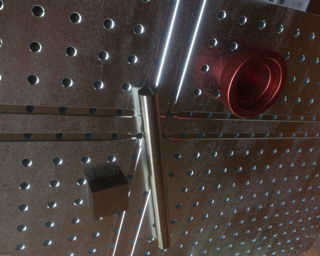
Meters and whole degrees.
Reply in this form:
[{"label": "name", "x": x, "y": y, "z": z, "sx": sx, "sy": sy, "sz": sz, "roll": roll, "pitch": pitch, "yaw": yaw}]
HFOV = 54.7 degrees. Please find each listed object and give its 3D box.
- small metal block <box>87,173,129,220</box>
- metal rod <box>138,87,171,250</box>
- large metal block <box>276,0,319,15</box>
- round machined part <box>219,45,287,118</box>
[{"label": "small metal block", "x": -0.072, "y": 0.095, "z": 0.432, "sx": 0.050, "sy": 0.025, "sz": 0.050, "roll": -11, "pitch": 123, "yaw": -23}, {"label": "metal rod", "x": -0.003, "y": 0.079, "z": 0.459, "sx": 0.025, "sy": 0.025, "sz": 0.298, "roll": -18, "pitch": 126, "yaw": -18}, {"label": "large metal block", "x": 0.209, "y": -0.188, "z": 0.396, "sx": 0.081, "sy": 0.050, "sz": 0.079, "roll": -1, "pitch": 119, "yaw": -29}, {"label": "round machined part", "x": 0.123, "y": -0.066, "z": 0.429, "sx": 0.099, "sy": 0.042, "sz": 0.097, "roll": -14, "pitch": 125, "yaw": -21}]
